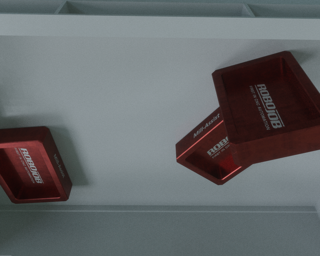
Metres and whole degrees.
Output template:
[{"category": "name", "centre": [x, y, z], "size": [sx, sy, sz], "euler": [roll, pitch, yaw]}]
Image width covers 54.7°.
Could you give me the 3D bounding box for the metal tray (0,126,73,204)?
[{"category": "metal tray", "centre": [-0.191, 0.058, 0.453], "size": [0.091, 0.030, 0.129], "euler": [-4, 130, 3]}]

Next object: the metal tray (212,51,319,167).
[{"category": "metal tray", "centre": [0.108, -0.026, 0.319], "size": [0.090, 0.130, 0.030], "euler": [-14, 129, 11]}]

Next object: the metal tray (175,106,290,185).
[{"category": "metal tray", "centre": [0.095, 0.019, 0.422], "size": [0.090, 0.030, 0.129], "euler": [32, 123, -24]}]
